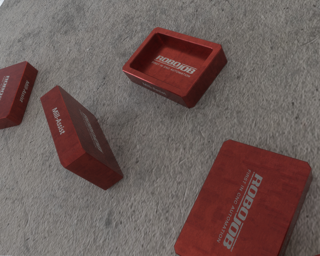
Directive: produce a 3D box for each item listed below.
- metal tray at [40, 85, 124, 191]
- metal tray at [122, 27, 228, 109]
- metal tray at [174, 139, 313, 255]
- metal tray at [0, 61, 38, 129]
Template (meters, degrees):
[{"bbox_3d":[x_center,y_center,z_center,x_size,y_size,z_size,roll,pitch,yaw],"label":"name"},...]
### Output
[{"bbox_3d":[-0.104,0.012,0.409,0.030,0.090,0.130,-37,51,4],"label":"metal tray"},{"bbox_3d":[0.018,-0.091,0.447,0.130,0.030,0.090,30,78,37],"label":"metal tray"},{"bbox_3d":[0.083,0.083,0.306,0.090,0.030,0.130,18,71,35],"label":"metal tray"},{"bbox_3d":[-0.292,-0.061,0.592,0.090,0.030,0.130,-10,57,22],"label":"metal tray"}]
